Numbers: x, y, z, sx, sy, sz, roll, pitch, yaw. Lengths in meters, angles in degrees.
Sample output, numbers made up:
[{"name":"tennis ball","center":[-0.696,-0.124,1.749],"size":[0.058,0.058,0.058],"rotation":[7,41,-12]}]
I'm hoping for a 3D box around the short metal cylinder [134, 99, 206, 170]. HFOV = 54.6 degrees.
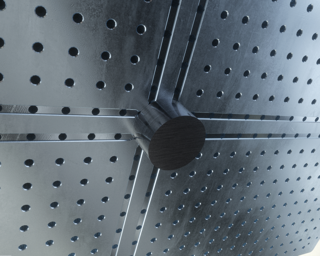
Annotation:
[{"name":"short metal cylinder","center":[0.012,0.008,0.406],"size":[0.081,0.050,0.080],"rotation":[-14,124,-21]}]
